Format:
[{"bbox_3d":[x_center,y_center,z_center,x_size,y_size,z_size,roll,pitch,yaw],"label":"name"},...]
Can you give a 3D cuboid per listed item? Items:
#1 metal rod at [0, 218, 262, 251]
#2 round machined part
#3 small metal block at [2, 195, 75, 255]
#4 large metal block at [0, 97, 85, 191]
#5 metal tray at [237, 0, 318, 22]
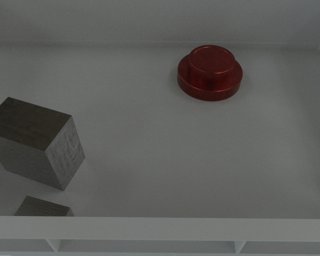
[{"bbox_3d":[-0.052,0.101,0.294,0.302,0.025,0.025,4,50,-7],"label":"metal rod"},{"bbox_3d":[0.076,-0.090,0.470,0.099,0.042,0.098,0,50,0],"label":"round machined part"},{"bbox_3d":[-0.124,0.103,0.317,0.050,0.025,0.050,13,51,10],"label":"small metal block"},{"bbox_3d":[-0.140,0.019,0.351,0.080,0.080,0.050,16,52,12],"label":"large metal block"},{"bbox_3d":[0.234,-0.258,0.625,0.131,0.030,0.090,-9,51,-9],"label":"metal tray"}]
